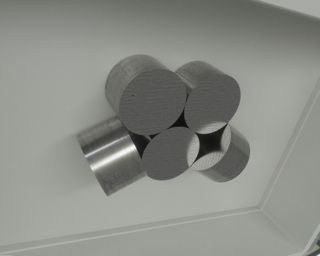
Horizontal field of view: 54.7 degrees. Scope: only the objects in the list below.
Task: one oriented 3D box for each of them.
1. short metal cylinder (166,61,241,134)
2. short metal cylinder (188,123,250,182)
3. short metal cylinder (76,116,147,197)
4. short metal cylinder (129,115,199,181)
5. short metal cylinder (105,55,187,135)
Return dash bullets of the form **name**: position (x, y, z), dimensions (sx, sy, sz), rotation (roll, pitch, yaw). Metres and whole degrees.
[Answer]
- **short metal cylinder**: position (0.054, -0.039, 0.396), dimensions (0.081, 0.050, 0.079), rotation (-14, 124, -21)
- **short metal cylinder**: position (0.076, 0.030, 0.430), dimensions (0.050, 0.080, 0.080), rotation (34, 99, -38)
- **short metal cylinder**: position (-0.056, 0.032, 0.360), dimensions (0.050, 0.080, 0.080), rotation (-27, 128, -11)
- **short metal cylinder**: position (0.004, 0.021, 0.406), dimensions (0.081, 0.050, 0.079), rotation (-14, 124, -21)
- **short metal cylinder**: position (-0.017, -0.038, 0.357), dimensions (0.081, 0.050, 0.079), rotation (-14, 124, -21)
